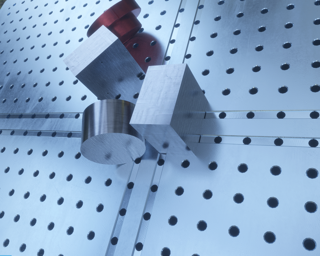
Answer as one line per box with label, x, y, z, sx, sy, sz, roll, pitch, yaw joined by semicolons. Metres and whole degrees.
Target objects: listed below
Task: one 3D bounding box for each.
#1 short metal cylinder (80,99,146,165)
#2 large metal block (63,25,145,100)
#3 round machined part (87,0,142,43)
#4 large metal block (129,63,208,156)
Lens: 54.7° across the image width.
short metal cylinder;-0.060;0.007;0.400;0.080;0.080;0.050;-18;55;18
large metal block;-0.084;-0.094;0.475;0.080;0.080;0.050;-42;52;-1
round machined part;-0.069;-0.166;0.514;0.098;0.042;0.098;-37;7;6
large metal block;0.015;-0.020;0.378;0.050;0.080;0.080;2;63;29
